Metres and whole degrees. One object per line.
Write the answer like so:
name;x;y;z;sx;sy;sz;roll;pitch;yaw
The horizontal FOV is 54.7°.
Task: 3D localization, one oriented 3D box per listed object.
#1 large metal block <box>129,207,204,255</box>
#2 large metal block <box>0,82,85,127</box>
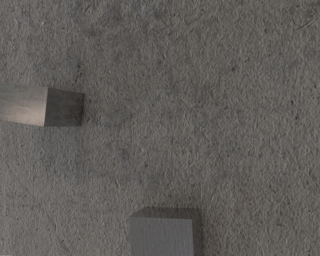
large metal block;0.010;0.147;0.392;0.080;0.050;0.080;-4;89;20
large metal block;-0.166;-0.032;0.439;0.080;0.080;0.050;8;93;20
